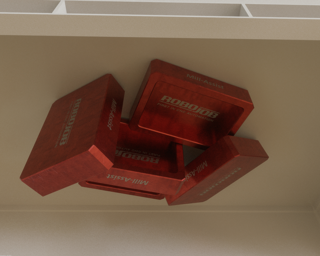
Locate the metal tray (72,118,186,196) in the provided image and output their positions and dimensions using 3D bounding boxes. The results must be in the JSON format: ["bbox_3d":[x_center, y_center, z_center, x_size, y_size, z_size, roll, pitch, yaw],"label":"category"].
[{"bbox_3d":[-0.037,0.030,0.388,0.131,0.090,0.030,12,129,-11],"label":"metal tray"}]

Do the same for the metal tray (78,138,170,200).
[{"bbox_3d":[-0.045,0.057,0.449,0.131,0.030,0.089,12,129,-11],"label":"metal tray"}]

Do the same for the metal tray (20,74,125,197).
[{"bbox_3d":[-0.089,0.002,0.337,0.090,0.130,0.030,-23,127,19],"label":"metal tray"}]

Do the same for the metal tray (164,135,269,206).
[{"bbox_3d":[0.075,0.062,0.432,0.091,0.030,0.129,9,137,-46],"label":"metal tray"}]

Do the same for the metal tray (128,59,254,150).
[{"bbox_3d":[0.036,-0.022,0.385,0.131,0.030,0.089,16,128,-14],"label":"metal tray"}]
